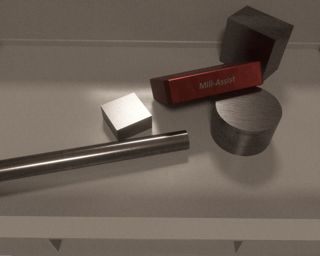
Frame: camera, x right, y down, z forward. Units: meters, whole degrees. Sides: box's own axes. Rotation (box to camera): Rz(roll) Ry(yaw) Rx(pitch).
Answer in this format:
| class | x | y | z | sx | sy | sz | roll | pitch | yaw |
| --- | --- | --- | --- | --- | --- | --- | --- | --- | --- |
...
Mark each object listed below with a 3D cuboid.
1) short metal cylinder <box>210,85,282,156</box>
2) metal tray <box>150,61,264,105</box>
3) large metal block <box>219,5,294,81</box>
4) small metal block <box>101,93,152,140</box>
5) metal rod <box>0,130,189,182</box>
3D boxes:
| class | x | y | z | sx | sy | sz | roll | pitch | yaw |
| --- | --- | --- | --- | --- | --- | --- | --- | --- | --- |
| short metal cylinder | 0.109 | -0.011 | 0.399 | 0.081 | 0.050 | 0.080 | 0 | 50 | 0 |
| metal tray | 0.060 | -0.064 | 0.424 | 0.131 | 0.030 | 0.090 | -13 | 13 | -11 |
| large metal block | 0.146 | -0.129 | 0.480 | 0.080 | 0.080 | 0.050 | 37 | 59 | 26 |
| small metal block | -0.045 | -0.015 | 0.417 | 0.050 | 0.025 | 0.050 | -24 | 54 | -20 |
| metal rod | -0.114 | 0.038 | 0.371 | 0.302 | 0.025 | 0.025 | -9 | 51 | -8 |
